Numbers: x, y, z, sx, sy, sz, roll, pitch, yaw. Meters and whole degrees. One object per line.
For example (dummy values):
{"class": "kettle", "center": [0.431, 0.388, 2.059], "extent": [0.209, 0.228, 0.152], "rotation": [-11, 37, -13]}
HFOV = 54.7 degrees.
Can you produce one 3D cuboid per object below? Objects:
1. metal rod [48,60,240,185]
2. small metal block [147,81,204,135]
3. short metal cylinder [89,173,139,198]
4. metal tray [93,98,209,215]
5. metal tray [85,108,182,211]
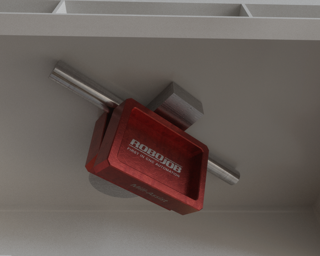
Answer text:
{"class": "metal rod", "center": [-0.003, 0.005, 0.413], "extent": [0.301, 0.025, 0.025], "rotation": [32, 123, -25]}
{"class": "small metal block", "center": [0.018, -0.022, 0.389], "extent": [0.050, 0.025, 0.050], "rotation": [33, 122, -26]}
{"class": "short metal cylinder", "center": [-0.052, 0.055, 0.429], "extent": [0.080, 0.050, 0.080], "rotation": [4, 137, 4]}
{"class": "metal tray", "center": [-0.003, 0.035, 0.361], "extent": [0.131, 0.090, 0.030], "rotation": [32, 140, -25]}
{"class": "metal tray", "center": [-0.025, 0.040, 0.399], "extent": [0.131, 0.090, 0.030], "rotation": [32, 123, -25]}
